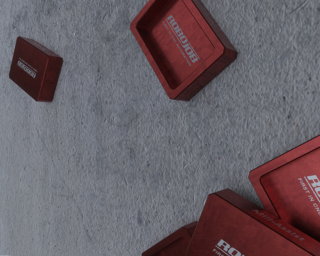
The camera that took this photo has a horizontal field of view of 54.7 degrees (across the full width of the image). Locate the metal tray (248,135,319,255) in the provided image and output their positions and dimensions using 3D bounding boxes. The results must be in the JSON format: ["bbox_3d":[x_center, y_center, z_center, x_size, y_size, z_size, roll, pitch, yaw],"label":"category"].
[{"bbox_3d":[0.151,0.078,0.276,0.090,0.030,0.130,-38,67,33],"label":"metal tray"}]

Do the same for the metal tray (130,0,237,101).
[{"bbox_3d":[0.023,-0.109,0.382,0.090,0.030,0.130,-42,65,32],"label":"metal tray"}]

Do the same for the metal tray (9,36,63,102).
[{"bbox_3d":[-0.246,-0.116,0.605,0.130,0.030,0.089,33,110,35],"label":"metal tray"}]

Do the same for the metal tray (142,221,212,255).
[{"bbox_3d":[0.040,0.191,0.368,0.090,0.030,0.130,-44,64,31],"label":"metal tray"}]

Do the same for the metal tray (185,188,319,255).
[{"bbox_3d":[0.091,0.127,0.287,0.130,0.030,0.089,29,108,36],"label":"metal tray"}]
